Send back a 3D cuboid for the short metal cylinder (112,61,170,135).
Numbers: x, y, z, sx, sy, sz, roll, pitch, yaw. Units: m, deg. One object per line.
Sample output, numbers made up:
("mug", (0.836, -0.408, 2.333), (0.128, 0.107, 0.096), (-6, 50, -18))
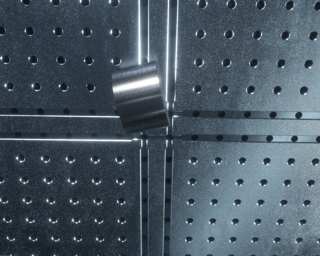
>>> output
("short metal cylinder", (-0.021, -0.036, 0.371), (0.050, 0.080, 0.080), (-12, 110, 4))
